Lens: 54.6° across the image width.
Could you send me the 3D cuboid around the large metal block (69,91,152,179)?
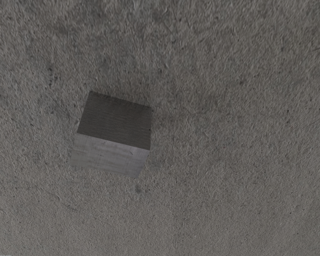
[{"bbox_3d":[-0.057,0.007,0.376,0.080,0.080,0.050,15,129,-12],"label":"large metal block"}]
